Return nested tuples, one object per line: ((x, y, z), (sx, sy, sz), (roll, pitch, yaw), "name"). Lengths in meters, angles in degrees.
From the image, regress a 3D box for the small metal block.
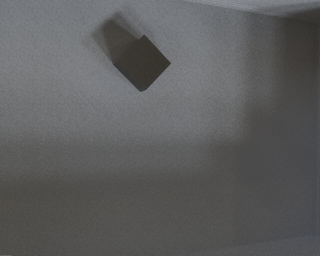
((-0.023, -0.083, 0.403), (0.050, 0.025, 0.050), (45, 76, -15), "small metal block")
